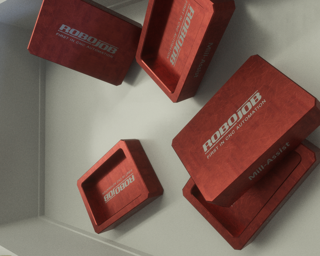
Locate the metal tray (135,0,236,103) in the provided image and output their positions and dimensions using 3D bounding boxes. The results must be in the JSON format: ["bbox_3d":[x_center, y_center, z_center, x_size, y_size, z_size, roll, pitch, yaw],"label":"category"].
[{"bbox_3d":[0.020,-0.104,0.349,0.090,0.030,0.129,51,144,24],"label":"metal tray"}]

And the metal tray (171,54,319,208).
[{"bbox_3d":[0.079,0.002,0.305,0.130,0.030,0.090,-48,44,16],"label":"metal tray"}]

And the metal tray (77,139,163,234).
[{"bbox_3d":[-0.063,0.086,0.453,0.129,0.030,0.090,-41,65,32],"label":"metal tray"}]

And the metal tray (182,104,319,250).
[{"bbox_3d":[0.091,0.050,0.327,0.090,0.030,0.129,43,116,31],"label":"metal tray"}]

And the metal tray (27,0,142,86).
[{"bbox_3d":[-0.097,-0.121,0.416,0.089,0.131,0.030,-60,27,24],"label":"metal tray"}]
